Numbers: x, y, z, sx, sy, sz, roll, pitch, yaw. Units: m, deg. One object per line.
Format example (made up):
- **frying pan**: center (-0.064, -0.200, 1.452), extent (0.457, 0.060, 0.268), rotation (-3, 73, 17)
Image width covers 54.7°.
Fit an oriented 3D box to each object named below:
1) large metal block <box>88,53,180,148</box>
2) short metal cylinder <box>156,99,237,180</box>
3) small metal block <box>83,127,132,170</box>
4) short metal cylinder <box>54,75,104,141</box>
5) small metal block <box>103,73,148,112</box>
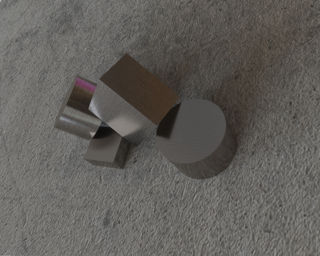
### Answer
- **large metal block**: center (-0.035, -0.030, 0.382), extent (0.080, 0.080, 0.050), rotation (39, 60, -3)
- **short metal cylinder**: center (0.043, 0.013, 0.358), extent (0.080, 0.050, 0.080), rotation (-13, 56, 20)
- **small metal block**: center (-0.069, 0.026, 0.423), extent (0.050, 0.025, 0.050), rotation (3, 63, 29)
- **short metal cylinder**: center (-0.110, -0.028, 0.439), extent (0.080, 0.050, 0.080), rotation (-49, 27, 37)
- **small metal block**: center (-0.050, -0.052, 0.462), extent (0.050, 0.025, 0.050), rotation (-1, 61, 27)
